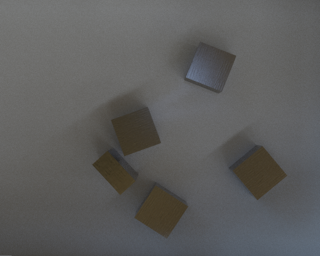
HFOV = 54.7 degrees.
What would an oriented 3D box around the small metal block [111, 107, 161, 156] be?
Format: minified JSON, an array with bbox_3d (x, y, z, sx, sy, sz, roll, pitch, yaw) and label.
[{"bbox_3d":[-0.031,0.004,0.411,0.050,0.025,0.050,-20,90,0],"label":"small metal block"}]

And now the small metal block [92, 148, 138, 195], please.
[{"bbox_3d":[-0.056,0.054,0.398,0.025,0.050,0.050,-43,90,0],"label":"small metal block"}]

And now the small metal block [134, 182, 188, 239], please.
[{"bbox_3d":[0.002,0.108,0.411,0.050,0.025,0.050,33,90,0],"label":"small metal block"}]

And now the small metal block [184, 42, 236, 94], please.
[{"bbox_3d":[0.066,-0.079,0.412,0.050,0.025,0.050,22,90,0],"label":"small metal block"}]

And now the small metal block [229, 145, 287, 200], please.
[{"bbox_3d":[0.129,0.058,0.412,0.050,0.025,0.050,-40,90,0],"label":"small metal block"}]
